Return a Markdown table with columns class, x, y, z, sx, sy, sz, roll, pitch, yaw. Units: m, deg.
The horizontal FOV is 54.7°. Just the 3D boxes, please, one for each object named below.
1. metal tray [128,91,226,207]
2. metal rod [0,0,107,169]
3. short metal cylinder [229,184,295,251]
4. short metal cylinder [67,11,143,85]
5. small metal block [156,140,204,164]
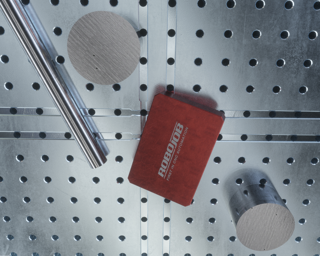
| class | x | y | z | sx | sy | sz | roll | pitch | yaw |
| --- | --- | --- | --- | --- | --- | --- | --- | --- | --- |
| metal tray | 0.020 | 0.027 | 0.405 | 0.090 | 0.030 | 0.129 | 22 | 107 | 9 |
| metal rod | -0.144 | -0.079 | 0.382 | 0.025 | 0.025 | 0.299 | -22 | 109 | 8 |
| short metal cylinder | 0.145 | 0.129 | 0.449 | 0.081 | 0.050 | 0.079 | 0 | 110 | 0 |
| short metal cylinder | -0.062 | -0.095 | 0.364 | 0.081 | 0.050 | 0.079 | 0 | 110 | 0 |
| small metal block | 0.027 | 0.030 | 0.425 | 0.050 | 0.025 | 0.050 | -21 | 109 | 7 |
